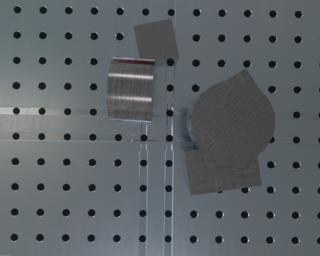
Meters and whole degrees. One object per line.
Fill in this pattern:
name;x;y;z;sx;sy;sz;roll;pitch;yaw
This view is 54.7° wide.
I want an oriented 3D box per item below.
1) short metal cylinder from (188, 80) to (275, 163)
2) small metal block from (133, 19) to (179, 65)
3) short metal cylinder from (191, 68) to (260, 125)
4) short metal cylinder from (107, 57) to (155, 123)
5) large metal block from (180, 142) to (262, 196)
short metal cylinder;0.070;-0.006;0.321;0.081;0.050;0.080;0;90;0
small metal block;-0.005;-0.113;0.413;0.050;0.025;0.050;-11;90;0
short metal cylinder;0.086;-0.031;0.386;0.080;0.080;0.050;-33;90;0
short metal cylinder;-0.034;-0.047;0.385;0.050;0.080;0.080;4;90;0
large metal block;0.071;0.045;0.386;0.080;0.080;0.050;-8;90;0
